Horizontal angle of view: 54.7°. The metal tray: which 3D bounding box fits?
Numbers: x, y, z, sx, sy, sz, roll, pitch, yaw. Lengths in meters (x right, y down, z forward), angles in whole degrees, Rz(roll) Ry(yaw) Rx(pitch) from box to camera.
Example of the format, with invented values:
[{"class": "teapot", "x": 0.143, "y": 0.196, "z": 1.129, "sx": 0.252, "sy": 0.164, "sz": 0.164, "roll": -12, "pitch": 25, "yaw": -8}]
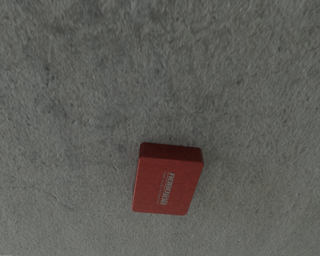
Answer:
[{"class": "metal tray", "x": 0.008, "y": 0.082, "z": 0.474, "sx": 0.091, "sy": 0.030, "sz": 0.129, "roll": 6, "pitch": 130, "yaw": -6}]
